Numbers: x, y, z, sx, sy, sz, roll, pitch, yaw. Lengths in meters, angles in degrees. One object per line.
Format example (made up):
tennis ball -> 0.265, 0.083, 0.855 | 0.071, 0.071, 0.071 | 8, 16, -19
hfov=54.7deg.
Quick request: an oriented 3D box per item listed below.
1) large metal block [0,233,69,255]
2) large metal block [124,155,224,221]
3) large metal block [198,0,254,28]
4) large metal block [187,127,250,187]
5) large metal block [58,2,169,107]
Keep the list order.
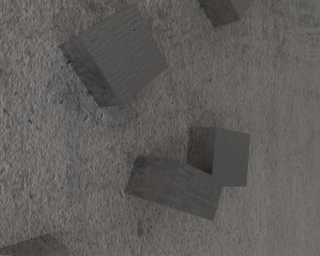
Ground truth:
large metal block -> -0.129, 0.154, 0.281 | 0.081, 0.050, 0.079 | -7, 95, -40
large metal block -> 0.017, 0.073, 0.384 | 0.080, 0.080, 0.050 | 29, 72, -37
large metal block -> 0.100, -0.215, 0.471 | 0.080, 0.050, 0.080 | 49, 61, -29
large metal block -> 0.087, 0.043, 0.461 | 0.081, 0.050, 0.080 | 9, 84, -40
large metal block -> -0.049, -0.080, 0.347 | 0.080, 0.050, 0.080 | -45, 117, -31
